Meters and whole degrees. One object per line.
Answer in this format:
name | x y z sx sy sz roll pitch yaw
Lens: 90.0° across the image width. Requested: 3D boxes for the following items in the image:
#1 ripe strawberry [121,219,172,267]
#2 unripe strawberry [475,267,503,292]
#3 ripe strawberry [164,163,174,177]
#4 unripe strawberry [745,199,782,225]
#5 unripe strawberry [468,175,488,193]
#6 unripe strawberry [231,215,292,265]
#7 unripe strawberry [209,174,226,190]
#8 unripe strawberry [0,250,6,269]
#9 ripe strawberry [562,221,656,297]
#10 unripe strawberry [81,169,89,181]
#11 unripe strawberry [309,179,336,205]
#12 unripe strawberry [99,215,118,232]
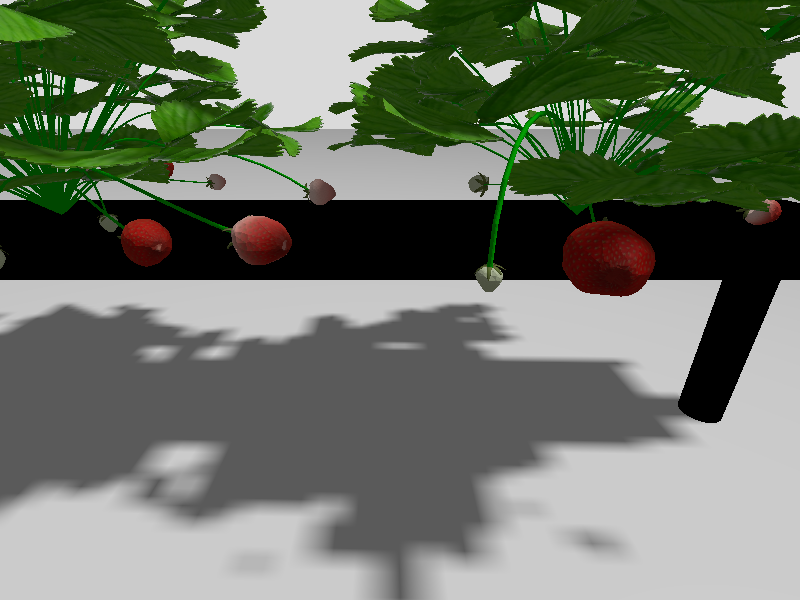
ripe strawberry | -0.142 -0.032 0.227 0.027 0.027 0.025 20 31 36
unripe strawberry | 0.037 -0.009 0.167 0.011 0.011 0.010 14 28 28
ripe strawberry | -0.328 -0.184 0.555 0.028 0.029 0.030 -3 16 -7
unripe strawberry | 0.280 -0.068 0.307 0.021 0.022 0.019 23 29 9
unripe strawberry | 0.086 -0.128 0.441 0.022 0.019 0.022 -15 28 -30
unripe strawberry | -0.075 -0.033 0.223 0.032 0.027 0.032 15 28 28
unripe strawberry | -0.210 -0.137 0.464 0.018 0.019 0.019 15 28 30
unripe strawberry | -0.223 -0.021 0.216 0.015 0.014 0.014 -12 -17 -24
ripe strawberry | 0.094 -0.018 0.182 0.039 0.033 0.039 8 26 17
unripe strawberry | -0.416 -0.166 0.527 0.016 0.017 0.018 -14 28 -28
unripe strawberry | -0.074 -0.103 0.384 0.025 0.024 0.023 -3 25 -11
unripe strawberry | -0.200 -0.052 0.276 0.011 0.011 0.011 19 31 35
